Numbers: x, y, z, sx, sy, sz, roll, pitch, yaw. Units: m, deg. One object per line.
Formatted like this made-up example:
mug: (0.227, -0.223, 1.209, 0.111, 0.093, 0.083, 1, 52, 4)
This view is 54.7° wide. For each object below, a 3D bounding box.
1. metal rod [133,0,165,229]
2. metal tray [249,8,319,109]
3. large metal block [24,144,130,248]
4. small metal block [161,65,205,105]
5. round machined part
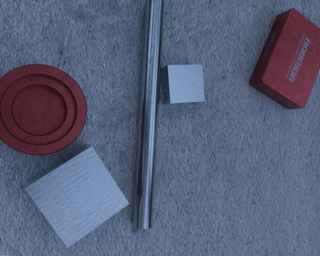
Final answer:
metal rod: (-0.014, -0.022, 0.403, 0.025, 0.025, 0.298, 4, 89, -20)
metal tray: (0.204, -0.105, 0.482, 0.090, 0.030, 0.130, 27, 81, -18)
large metal block: (-0.096, 0.074, 0.361, 0.080, 0.050, 0.080, -34, 101, -17)
small metal block: (0.031, -0.059, 0.421, 0.050, 0.025, 0.050, -5, 92, -20)
round machined part: (-0.136, -0.020, 0.350, 0.099, 0.042, 0.097, 0, 90, -20)
